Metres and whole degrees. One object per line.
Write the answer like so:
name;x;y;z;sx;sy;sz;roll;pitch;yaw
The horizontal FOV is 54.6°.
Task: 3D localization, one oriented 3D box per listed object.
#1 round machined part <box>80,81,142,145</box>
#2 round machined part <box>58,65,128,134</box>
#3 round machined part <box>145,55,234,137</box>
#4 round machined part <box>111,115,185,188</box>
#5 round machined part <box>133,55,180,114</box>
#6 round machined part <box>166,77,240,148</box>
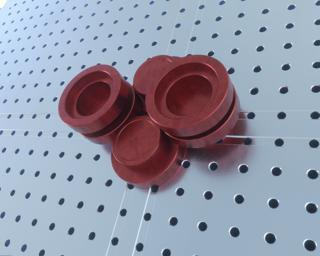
round machined part;-0.070;-0.020;0.447;0.098;0.042;0.098;-13;56;21
round machined part;-0.086;-0.035;0.423;0.098;0.042;0.098;-13;56;21
round machined part;0.036;-0.033;0.357;0.098;0.042;0.098;-13;56;21
round machined part;-0.021;0.023;0.394;0.098;0.042;0.098;-13;56;21
round machined part;0.002;-0.063;0.436;0.098;0.042;0.098;-13;56;21
round machined part;0.050;-0.019;0.383;0.098;0.042;0.098;-13;56;21
